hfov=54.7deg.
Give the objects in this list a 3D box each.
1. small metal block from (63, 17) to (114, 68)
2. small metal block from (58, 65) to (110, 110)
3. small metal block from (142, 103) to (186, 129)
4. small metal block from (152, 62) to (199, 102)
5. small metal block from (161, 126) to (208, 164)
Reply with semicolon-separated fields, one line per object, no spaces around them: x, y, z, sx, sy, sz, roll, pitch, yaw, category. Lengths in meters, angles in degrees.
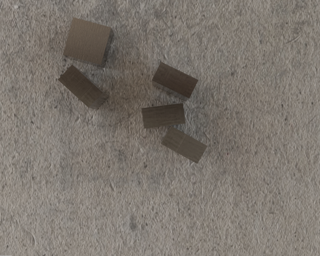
-0.093;-0.112;0.409;0.050;0.025;0.050;15;90;0;small metal block
-0.096;-0.050;0.397;0.050;0.050;0.025;43;90;0;small metal block
0.004;-0.015;0.397;0.050;0.050;0.025;-7;90;0;small metal block
0.018;-0.058;0.397;0.050;0.050;0.025;26;90;0;small metal block
0.029;0.020;0.398;0.050;0.050;0.025;29;90;0;small metal block
